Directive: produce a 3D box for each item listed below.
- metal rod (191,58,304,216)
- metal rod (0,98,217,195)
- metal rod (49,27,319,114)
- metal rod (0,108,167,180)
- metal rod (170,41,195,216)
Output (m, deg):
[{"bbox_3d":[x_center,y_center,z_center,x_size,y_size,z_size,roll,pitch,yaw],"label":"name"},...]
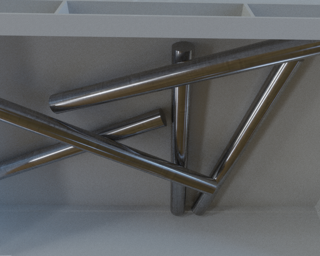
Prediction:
[{"bbox_3d":[0.106,0.029,0.434,0.025,0.025,0.298,12,129,-11],"label":"metal rod"},{"bbox_3d":[-0.058,0.030,0.399,0.302,0.025,0.025,22,127,-18],"label":"metal rod"},{"bbox_3d":[0.010,-0.054,0.331,0.301,0.025,0.025,-10,130,20],"label":"metal rod"},{"bbox_3d":[-0.135,0.031,0.433,0.301,0.025,0.025,-18,128,14],"label":"metal rod"},{"bbox_3d":[0.028,0.026,0.430,0.025,0.025,0.298,-1,130,0],"label":"metal rod"}]
